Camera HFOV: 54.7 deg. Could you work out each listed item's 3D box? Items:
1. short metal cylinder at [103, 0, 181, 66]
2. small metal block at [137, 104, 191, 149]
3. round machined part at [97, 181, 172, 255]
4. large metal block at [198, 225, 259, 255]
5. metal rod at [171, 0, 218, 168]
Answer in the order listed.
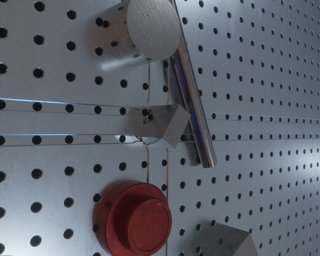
[{"bbox_3d":[-0.021,-0.119,0.377,0.081,0.050,0.079,0,90,-40],"label":"short metal cylinder"},{"bbox_3d":[0.005,-0.002,0.399,0.025,0.050,0.050,41,65,-33],"label":"small metal block"},{"bbox_3d":[-0.024,0.117,0.380,0.099,0.042,0.097,0,90,-40],"label":"round machined part"},{"bbox_3d":[0.112,0.217,0.490,0.081,0.050,0.080,-36,112,-34],"label":"large metal block"},{"bbox_3d":[0.034,-0.083,0.439,0.025,0.025,0.298,-27,107,-37],"label":"metal rod"}]
